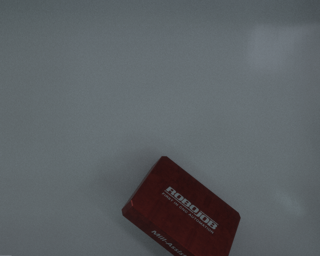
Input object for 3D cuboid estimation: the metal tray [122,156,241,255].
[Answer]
[{"bbox_3d":[0.030,0.106,0.382,0.130,0.090,0.030,38,134,0],"label":"metal tray"}]
